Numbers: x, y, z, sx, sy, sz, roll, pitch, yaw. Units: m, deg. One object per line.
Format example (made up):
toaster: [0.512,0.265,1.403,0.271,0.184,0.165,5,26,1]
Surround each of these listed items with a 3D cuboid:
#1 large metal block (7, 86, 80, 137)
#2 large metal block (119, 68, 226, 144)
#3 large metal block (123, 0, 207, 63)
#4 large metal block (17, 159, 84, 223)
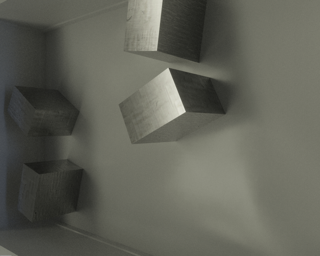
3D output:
large metal block: [-0.201,-0.029,0.533,0.080,0.081,0.050,39,114,32]
large metal block: [0.014,-0.021,0.358,0.080,0.081,0.050,-31,71,35]
large metal block: [0.008,-0.123,0.363,0.050,0.081,0.079,11,97,39]
large metal block: [-0.183,0.101,0.519,0.050,0.081,0.079,20,102,38]
